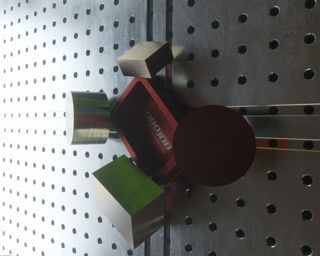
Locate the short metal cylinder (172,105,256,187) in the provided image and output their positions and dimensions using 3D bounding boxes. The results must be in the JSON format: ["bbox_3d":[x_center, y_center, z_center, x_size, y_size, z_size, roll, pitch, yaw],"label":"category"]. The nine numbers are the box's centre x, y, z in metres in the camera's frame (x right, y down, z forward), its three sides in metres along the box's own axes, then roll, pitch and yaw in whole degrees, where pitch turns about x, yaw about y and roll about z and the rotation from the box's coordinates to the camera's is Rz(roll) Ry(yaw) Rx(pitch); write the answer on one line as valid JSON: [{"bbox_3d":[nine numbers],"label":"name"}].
[{"bbox_3d":[0.058,0.017,0.325,0.080,0.050,0.079,0,90,13],"label":"short metal cylinder"}]

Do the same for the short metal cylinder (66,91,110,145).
[{"bbox_3d":[-0.110,-0.015,0.465,0.080,0.050,0.079,180,90,-65],"label":"short metal cylinder"}]

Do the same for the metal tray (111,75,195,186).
[{"bbox_3d":[-0.010,0.000,0.413,0.090,0.030,0.130,-49,61,29],"label":"metal tray"}]

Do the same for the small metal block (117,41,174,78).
[{"bbox_3d":[-0.019,-0.090,0.405,0.050,0.050,0.025,12,135,39],"label":"small metal block"}]

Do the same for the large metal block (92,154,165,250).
[{"bbox_3d":[-0.041,0.095,0.404,0.080,0.050,0.079,38,144,33],"label":"large metal block"}]
